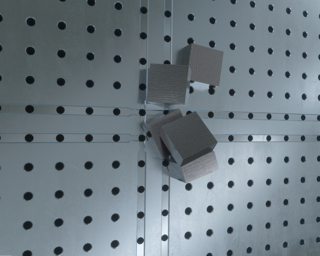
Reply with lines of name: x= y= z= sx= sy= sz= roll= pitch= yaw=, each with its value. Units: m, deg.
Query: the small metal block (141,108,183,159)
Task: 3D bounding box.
small metal block: x=0.011 y=0.007 z=0.418 sx=0.050 sy=0.025 sz=0.050 roll=-28 pitch=99 yaw=-18

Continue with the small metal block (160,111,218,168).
small metal block: x=0.035 y=0.014 z=0.388 sx=0.050 sy=0.025 sz=0.050 roll=-25 pitch=67 yaw=-19

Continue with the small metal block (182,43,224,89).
small metal block: x=0.058 y=-0.086 z=0.435 sx=0.050 sy=0.025 sz=0.050 roll=9 pitch=87 yaw=-20

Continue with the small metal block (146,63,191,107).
small metal block: x=0.012 y=-0.056 z=0.406 sx=0.050 sy=0.025 sz=0.050 roll=6 pitch=88 yaw=13

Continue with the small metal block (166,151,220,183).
small metal block: x=0.043 y=0.049 z=0.417 sx=0.050 sy=0.050 sz=0.025 roll=-19 pitch=97 yaw=-19
